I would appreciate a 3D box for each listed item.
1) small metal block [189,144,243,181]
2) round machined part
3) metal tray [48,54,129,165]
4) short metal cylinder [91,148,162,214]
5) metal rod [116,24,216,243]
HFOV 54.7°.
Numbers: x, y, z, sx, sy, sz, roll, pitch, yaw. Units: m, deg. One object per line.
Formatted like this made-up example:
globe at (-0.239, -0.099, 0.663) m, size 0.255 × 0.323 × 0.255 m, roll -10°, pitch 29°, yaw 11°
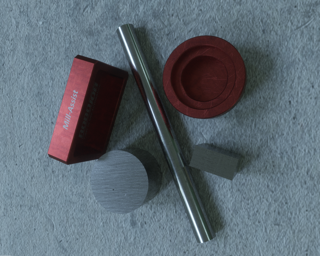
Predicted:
small metal block at (0.068, 0.039, 0.369) m, size 0.050 × 0.050 × 0.025 m, roll 18°, pitch 96°, yaw 19°
round machined part at (0.056, -0.060, 0.381) m, size 0.098 × 0.042 × 0.097 m, roll 0°, pitch 90°, yaw 19°
metal tray at (-0.090, -0.022, 0.406) m, size 0.030 × 0.090 × 0.129 m, roll 20°, pitch 96°, yaw 19°
short metal cylinder at (-0.043, 0.067, 0.411) m, size 0.080 × 0.050 × 0.079 m, roll 0°, pitch 90°, yaw 19°
metal rod at (0.005, 0.001, 0.408) m, size 0.025 × 0.025 × 0.299 m, roll -23°, pitch 82°, yaw 18°
